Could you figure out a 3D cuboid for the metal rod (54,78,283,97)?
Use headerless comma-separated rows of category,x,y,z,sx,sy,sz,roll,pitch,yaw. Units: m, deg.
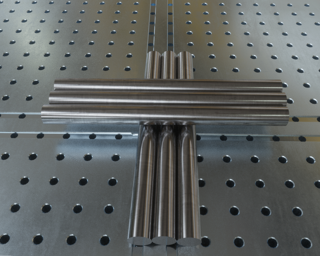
metal rod,0.011,-0.055,0.421,0.302,0.025,0.025,0,50,0

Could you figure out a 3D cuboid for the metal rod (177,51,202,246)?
metal rod,0.035,0.000,0.408,0.025,0.025,0.300,2,50,1

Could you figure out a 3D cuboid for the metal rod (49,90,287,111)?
metal rod,0.010,-0.035,0.405,0.302,0.025,0.025,0,50,0

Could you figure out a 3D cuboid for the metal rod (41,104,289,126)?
metal rod,0.006,-0.016,0.389,0.302,0.025,0.025,0,50,0

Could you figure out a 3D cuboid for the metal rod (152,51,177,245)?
metal rod,0.010,-0.001,0.409,0.025,0.025,0.300,2,50,1

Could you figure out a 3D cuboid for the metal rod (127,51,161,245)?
metal rod,-0.015,-0.001,0.408,0.025,0.025,0.300,2,50,1
